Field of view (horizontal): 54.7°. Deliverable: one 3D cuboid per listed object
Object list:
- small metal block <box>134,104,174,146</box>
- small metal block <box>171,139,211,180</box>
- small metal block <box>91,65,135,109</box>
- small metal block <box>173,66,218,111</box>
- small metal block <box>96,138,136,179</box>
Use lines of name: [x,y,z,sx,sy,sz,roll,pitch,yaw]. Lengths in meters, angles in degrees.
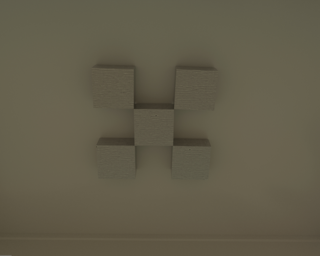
small metal block: [-0.008,-0.005,0.407,0.050,0.025,0.050,0,110,-1]
small metal block: [0.041,0.043,0.425,0.050,0.025,0.050,1,110,-1]
small metal block: [-0.057,-0.052,0.389,0.050,0.025,0.050,1,110,-1]
small metal block: [0.044,-0.050,0.390,0.050,0.025,0.050,2,110,-1]
small metal block: [-0.058,0.042,0.424,0.050,0.025,0.050,1,110,-1]
